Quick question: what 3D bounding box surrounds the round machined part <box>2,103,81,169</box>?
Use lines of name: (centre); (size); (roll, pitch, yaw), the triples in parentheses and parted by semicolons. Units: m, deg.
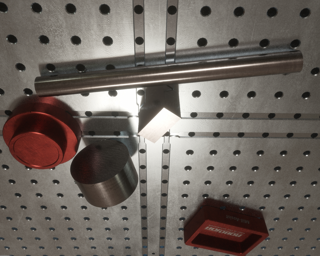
round machined part: (-0.159, 0.018, 0.413); (0.099, 0.042, 0.097); (-1, 130, 0)

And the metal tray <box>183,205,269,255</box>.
metal tray: (0.121, 0.194, 0.575); (0.131, 0.030, 0.089); (17, 128, -15)

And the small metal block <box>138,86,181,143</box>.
small metal block: (-0.001, -0.018, 0.380); (0.025, 0.050, 0.050); (31, 123, -24)

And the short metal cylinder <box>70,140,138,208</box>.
short metal cylinder: (-0.075, 0.061, 0.427); (0.080, 0.080, 0.050); (-9, 130, 7)

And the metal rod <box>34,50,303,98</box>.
metal rod: (0.007, -0.062, 0.358); (0.302, 0.025, 0.025); (-5, 130, 3)
